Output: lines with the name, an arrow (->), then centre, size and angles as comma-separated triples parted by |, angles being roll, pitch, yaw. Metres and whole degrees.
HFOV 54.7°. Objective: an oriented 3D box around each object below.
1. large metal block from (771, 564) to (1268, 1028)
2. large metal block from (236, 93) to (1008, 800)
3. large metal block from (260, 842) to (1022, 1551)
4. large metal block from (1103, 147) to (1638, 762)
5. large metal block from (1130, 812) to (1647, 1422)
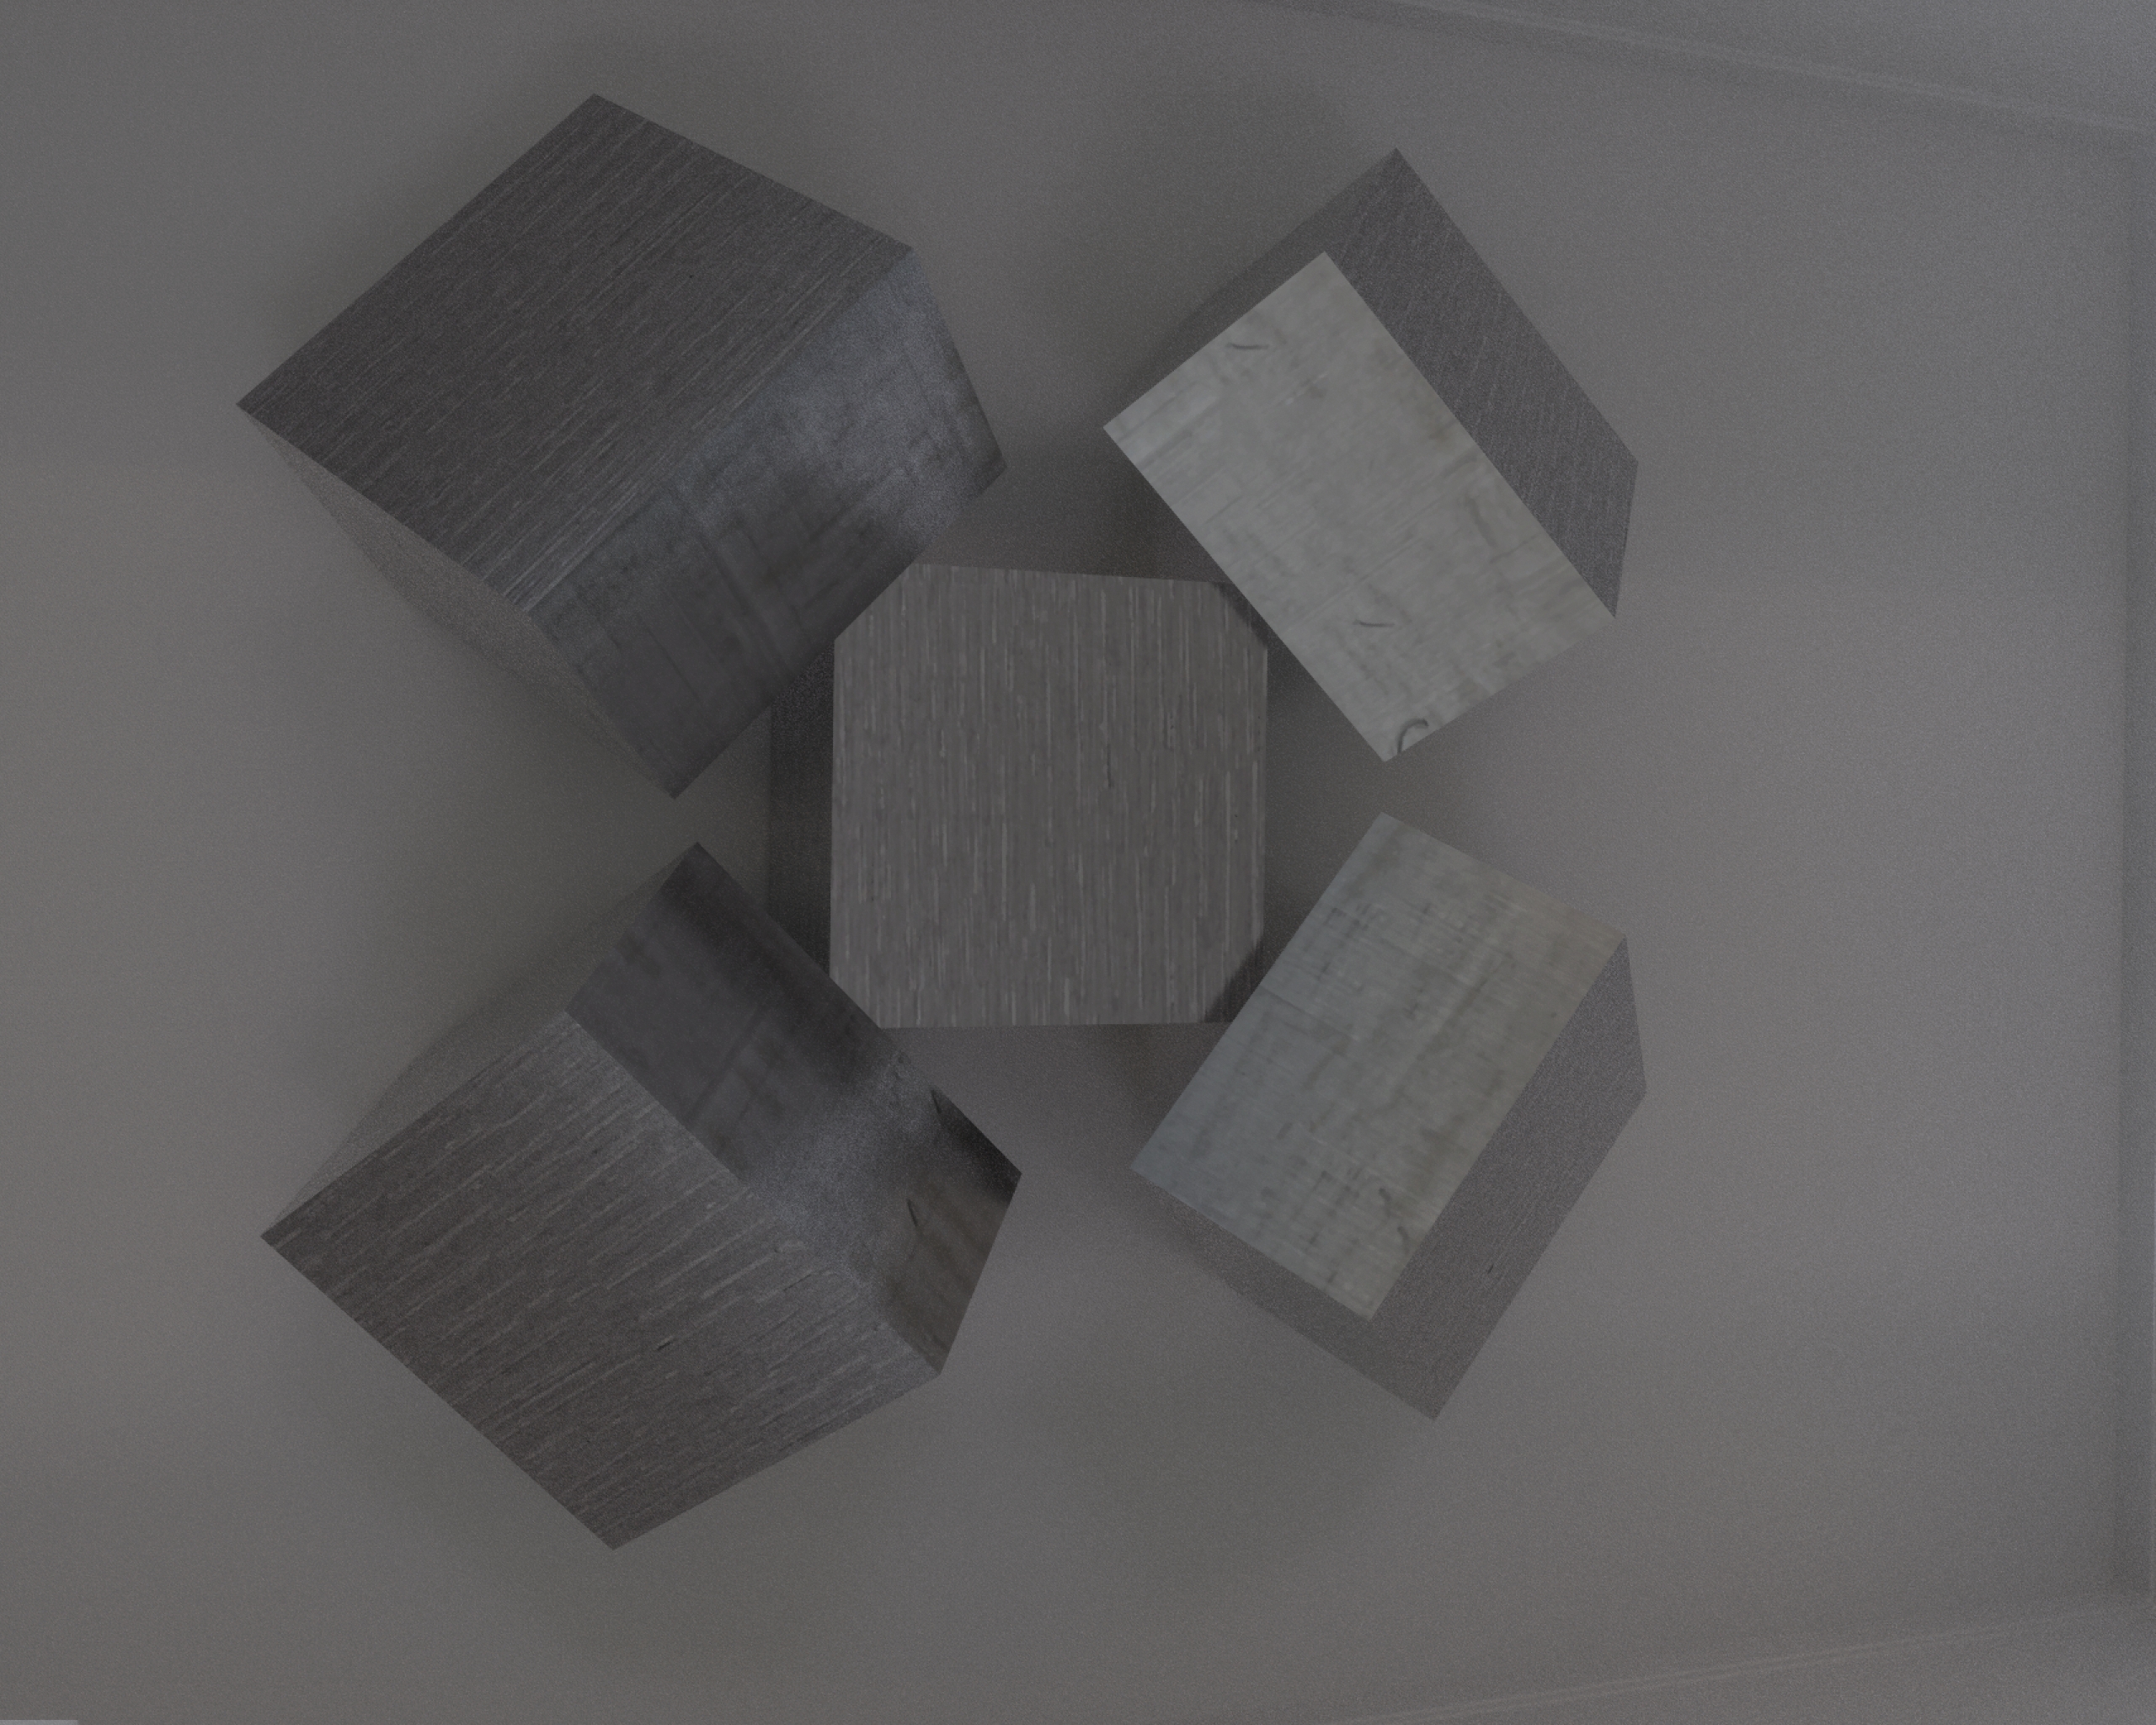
large metal block -> -0.012, -0.011, 0.390 | 0.081, 0.050, 0.080 | 1, 90, -20
large metal block -> -0.073, -0.070, 0.344 | 0.080, 0.080, 0.050 | -48, 148, -14
large metal block -> -0.071, 0.057, 0.348 | 0.080, 0.050, 0.080 | -34, 106, 29
large metal block -> 0.059, -0.079, 0.395 | 0.080, 0.050, 0.080 | 48, 32, -13
large metal block -> 0.063, 0.050, 0.395 | 0.080, 0.050, 0.080 | -54, 151, -13
